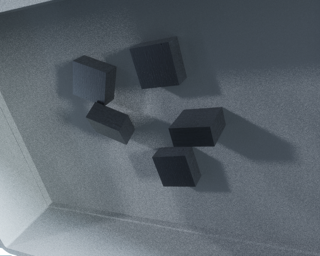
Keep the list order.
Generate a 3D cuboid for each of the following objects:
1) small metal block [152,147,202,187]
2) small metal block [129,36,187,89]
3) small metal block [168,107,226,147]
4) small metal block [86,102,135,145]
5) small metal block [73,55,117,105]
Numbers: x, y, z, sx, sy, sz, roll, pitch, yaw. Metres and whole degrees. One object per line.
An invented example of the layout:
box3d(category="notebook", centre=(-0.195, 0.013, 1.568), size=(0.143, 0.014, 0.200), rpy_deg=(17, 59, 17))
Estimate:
box3d(category="small metal block", centre=(0.024, 0.053, 0.428), size=(0.050, 0.025, 0.050), rpy_deg=(-6, 116, 30))
box3d(category="small metal block", centre=(-0.001, -0.075, 0.362), size=(0.050, 0.025, 0.050), rpy_deg=(-2, 118, 29))
box3d(category="small metal block", centre=(0.045, -0.001, 0.367), size=(0.050, 0.050, 0.025), rpy_deg=(-2, 117, 29))
box3d(category="small metal block", centre=(-0.067, -0.005, 0.424), size=(0.050, 0.025, 0.050), rpy_deg=(22, 160, 14))
box3d(category="small metal block", centre=(-0.088, -0.063, 0.414), size=(0.050, 0.025, 0.050), rpy_deg=(21, 126, 15))
